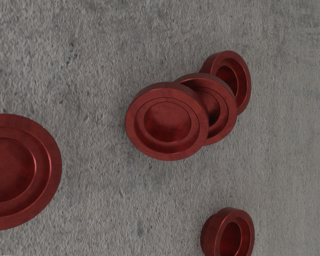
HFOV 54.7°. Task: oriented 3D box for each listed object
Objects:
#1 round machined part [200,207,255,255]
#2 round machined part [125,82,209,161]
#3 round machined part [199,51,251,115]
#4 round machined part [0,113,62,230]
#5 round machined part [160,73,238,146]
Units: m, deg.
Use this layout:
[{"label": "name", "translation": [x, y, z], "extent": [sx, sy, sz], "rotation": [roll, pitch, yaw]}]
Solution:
[{"label": "round machined part", "translation": [0.100, 0.171, 0.478], "extent": [0.099, 0.042, 0.097], "rotation": [0, 90, -40]}, {"label": "round machined part", "translation": [0.010, -0.011, 0.378], "extent": [0.098, 0.098, 0.042], "rotation": [60, 21, -23]}, {"label": "round machined part", "translation": [0.093, -0.065, 0.471], "extent": [0.099, 0.042, 0.097], "rotation": [0, 90, -40]}, {"label": "round machined part", "translation": [-0.143, 0.036, 0.274], "extent": [0.099, 0.042, 0.097], "rotation": [0, 90, -40]}, {"label": "round machined part", "translation": [0.051, -0.028, 0.412], "extent": [0.098, 0.098, 0.042], "rotation": [60, 20, -23]}]
